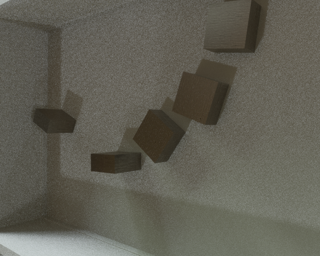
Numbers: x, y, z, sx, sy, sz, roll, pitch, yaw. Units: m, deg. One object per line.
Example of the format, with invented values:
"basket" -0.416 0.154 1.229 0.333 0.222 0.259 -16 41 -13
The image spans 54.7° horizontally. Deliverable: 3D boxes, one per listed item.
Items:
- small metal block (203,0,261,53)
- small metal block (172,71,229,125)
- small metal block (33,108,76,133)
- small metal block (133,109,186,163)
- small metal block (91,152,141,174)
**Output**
"small metal block" 0.079 -0.110 0.342 0.050 0.025 0.050 12 98 39
"small metal block" 0.047 -0.035 0.368 0.050 0.025 0.050 26 106 37
"small metal block" -0.185 -0.013 0.544 0.050 0.050 0.025 30 109 36
"small metal block" -0.002 0.010 0.409 0.050 0.025 0.050 45 117 31
"small metal block" -0.063 0.048 0.442 0.050 0.050 0.025 -1 89 40
